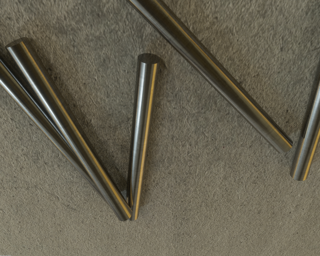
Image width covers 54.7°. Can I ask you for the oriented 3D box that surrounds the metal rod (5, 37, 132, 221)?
[{"bbox_3d":[-0.104,0.024,0.411,0.025,0.025,0.299,-15,124,12],"label":"metal rod"}]

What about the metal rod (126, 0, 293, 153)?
[{"bbox_3d":[0.068,-0.058,0.358,0.025,0.025,0.301,-36,122,26],"label":"metal rod"}]

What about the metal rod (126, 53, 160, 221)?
[{"bbox_3d":[-0.030,0.036,0.437,0.025,0.025,0.298,5,130,-5],"label":"metal rod"}]

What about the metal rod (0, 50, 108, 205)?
[{"bbox_3d":[-0.133,0.014,0.417,0.025,0.025,0.299,-18,128,15],"label":"metal rod"}]

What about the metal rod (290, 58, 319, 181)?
[{"bbox_3d":[0.195,-0.042,0.372,0.025,0.025,0.298,-4,130,3],"label":"metal rod"}]
